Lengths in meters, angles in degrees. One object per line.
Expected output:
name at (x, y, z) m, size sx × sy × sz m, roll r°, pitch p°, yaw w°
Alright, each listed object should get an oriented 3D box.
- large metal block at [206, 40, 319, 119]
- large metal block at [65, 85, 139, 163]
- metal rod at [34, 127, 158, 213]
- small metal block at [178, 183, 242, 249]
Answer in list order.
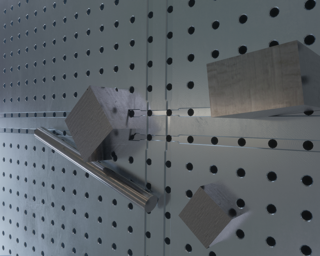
large metal block at (0.101, -0.039, 0.290) m, size 0.080 × 0.081 × 0.050 m, roll -7°, pitch 86°, yaw 40°
large metal block at (-0.090, -0.005, 0.467) m, size 0.080 × 0.050 × 0.080 m, roll -46°, pitch 63°, yaw 30°
metal rod at (-0.122, 0.056, 0.509) m, size 0.300 × 0.025 × 0.025 m, roll 23°, pitch 105°, yaw 37°
small metal block at (0.057, 0.102, 0.362) m, size 0.050 × 0.025 × 0.050 m, roll 46°, pitch 117°, yaw 30°
